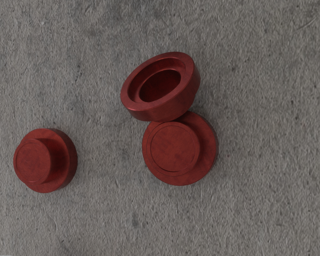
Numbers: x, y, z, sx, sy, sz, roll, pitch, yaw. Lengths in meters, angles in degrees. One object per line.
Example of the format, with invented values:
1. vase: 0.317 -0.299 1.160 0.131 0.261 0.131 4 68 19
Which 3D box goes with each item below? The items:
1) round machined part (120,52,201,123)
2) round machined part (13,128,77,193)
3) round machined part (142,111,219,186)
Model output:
1. round machined part: 0.004 -0.045 0.381 0.098 0.042 0.098 -18 44 19
2. round machined part: -0.177 0.049 0.463 0.098 0.042 0.097 0 90 20
3. round machined part: 0.022 0.025 0.392 0.098 0.042 0.097 0 90 20
